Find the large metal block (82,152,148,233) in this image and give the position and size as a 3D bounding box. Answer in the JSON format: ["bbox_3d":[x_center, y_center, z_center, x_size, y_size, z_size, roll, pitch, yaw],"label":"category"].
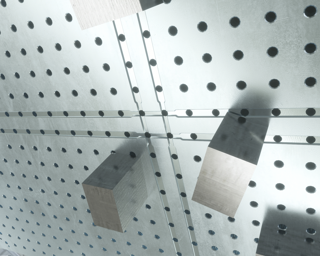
[{"bbox_3d":[-0.064,0.094,0.466,0.050,0.080,0.079,6,121,25],"label":"large metal block"}]

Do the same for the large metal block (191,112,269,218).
[{"bbox_3d":[0.081,0.040,0.357,0.050,0.080,0.079,21,126,15],"label":"large metal block"}]

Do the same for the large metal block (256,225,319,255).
[{"bbox_3d":[0.174,0.188,0.419,0.080,0.050,0.079,7,121,24],"label":"large metal block"}]

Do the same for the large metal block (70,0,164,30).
[{"bbox_3d":[-0.053,-0.157,0.325,0.080,0.050,0.080,-5,116,30],"label":"large metal block"}]
